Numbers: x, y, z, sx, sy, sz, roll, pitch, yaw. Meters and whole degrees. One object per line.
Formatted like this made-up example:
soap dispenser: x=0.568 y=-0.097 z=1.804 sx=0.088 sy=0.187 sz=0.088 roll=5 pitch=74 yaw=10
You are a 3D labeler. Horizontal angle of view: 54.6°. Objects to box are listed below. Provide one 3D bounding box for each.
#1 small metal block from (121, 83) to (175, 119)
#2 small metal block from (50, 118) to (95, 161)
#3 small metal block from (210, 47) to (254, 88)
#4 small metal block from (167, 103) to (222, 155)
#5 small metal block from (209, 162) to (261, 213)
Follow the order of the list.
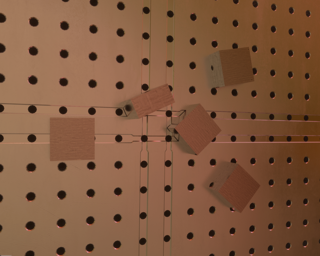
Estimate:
small metal block: x=-0.016 y=-0.033 z=0.393 sx=0.050 sy=0.050 sz=0.025 roll=-26 pitch=99 yaw=-18
small metal block: x=-0.106 y=0.013 z=0.373 sx=0.050 sy=0.025 sz=0.050 roll=0 pitch=90 yaw=-20
small metal block: x=0.105 y=-0.088 z=0.451 sx=0.050 sy=0.025 sz=0.050 roll=-12 pitch=94 yaw=-20
small metal block: x=0.048 y=0.002 z=0.430 sx=0.050 sy=0.025 sz=0.050 roll=-44 pitch=104 yaw=-15
small metal block: x=0.109 y=0.086 z=0.453 sx=0.050 sy=0.025 sz=0.050 roll=44 pitch=76 yaw=-15
